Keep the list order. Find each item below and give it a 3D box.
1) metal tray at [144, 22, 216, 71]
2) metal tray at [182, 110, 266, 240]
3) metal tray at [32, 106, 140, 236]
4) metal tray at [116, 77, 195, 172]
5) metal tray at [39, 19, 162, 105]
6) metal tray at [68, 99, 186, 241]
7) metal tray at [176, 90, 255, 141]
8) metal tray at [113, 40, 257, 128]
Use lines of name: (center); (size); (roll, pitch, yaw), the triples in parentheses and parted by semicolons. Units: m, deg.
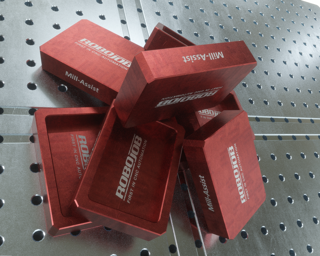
metal tray: (0.028, -0.112, 0.444); (0.090, 0.030, 0.130); (29, 19, -9)
metal tray: (0.082, 0.054, 0.373); (0.091, 0.030, 0.129); (-33, 113, -37)
metal tray: (-0.082, 0.040, 0.337); (0.091, 0.030, 0.130); (-4, 63, -31)
metal tray: (-0.008, -0.007, 0.404); (0.091, 0.030, 0.130); (-4, 61, -32)
metal tray: (-0.071, -0.083, 0.395); (0.130, 0.030, 0.090); (29, 51, 10)
metal tray: (-0.028, 0.040, 0.326); (0.090, 0.030, 0.130); (24, 53, -13)
metal tray: (0.073, -0.020, 0.432); (0.131, 0.030, 0.090); (6, 58, -45)
metal tray: (0.025, -0.046, 0.325); (0.131, 0.090, 0.030); (-14, 69, -29)
